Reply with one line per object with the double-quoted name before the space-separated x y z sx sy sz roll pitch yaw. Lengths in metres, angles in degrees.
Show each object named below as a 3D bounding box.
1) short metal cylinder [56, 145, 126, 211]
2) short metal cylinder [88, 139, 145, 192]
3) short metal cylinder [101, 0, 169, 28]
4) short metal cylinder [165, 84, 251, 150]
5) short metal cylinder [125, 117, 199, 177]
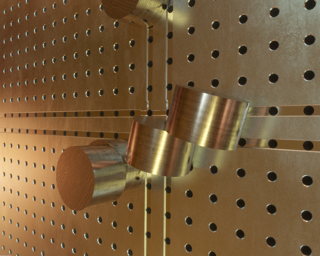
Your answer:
"short metal cylinder" -0.090 0.062 0.403 0.080 0.050 0.079 0 90 40
"short metal cylinder" -0.068 0.056 0.449 0.080 0.050 0.079 0 90 40
"short metal cylinder" -0.034 -0.182 0.421 0.080 0.050 0.079 0 90 40
"short metal cylinder" 0.050 -0.013 0.332 0.080 0.081 0.050 23 104 38
"short metal cylinder" 0.002 0.020 0.372 0.080 0.081 0.050 21 103 38
